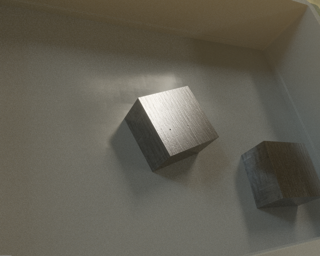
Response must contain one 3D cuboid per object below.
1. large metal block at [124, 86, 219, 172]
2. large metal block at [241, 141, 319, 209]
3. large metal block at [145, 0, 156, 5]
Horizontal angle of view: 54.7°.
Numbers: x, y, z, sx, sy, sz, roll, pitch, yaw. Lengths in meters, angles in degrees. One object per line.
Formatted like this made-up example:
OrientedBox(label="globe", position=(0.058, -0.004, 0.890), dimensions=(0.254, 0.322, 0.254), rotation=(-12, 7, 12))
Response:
OrientedBox(label="large metal block", position=(0.014, -0.001, 0.397), dimensions=(0.081, 0.050, 0.080), rotation=(-18, 71, -35))
OrientedBox(label="large metal block", position=(0.174, 0.067, 0.442), dimensions=(0.081, 0.050, 0.080), rotation=(4, 60, -26))
OrientedBox(label="large metal block", position=(-0.023, -0.278, 0.549), dimensions=(0.080, 0.050, 0.080), rotation=(30, 52, -9))
